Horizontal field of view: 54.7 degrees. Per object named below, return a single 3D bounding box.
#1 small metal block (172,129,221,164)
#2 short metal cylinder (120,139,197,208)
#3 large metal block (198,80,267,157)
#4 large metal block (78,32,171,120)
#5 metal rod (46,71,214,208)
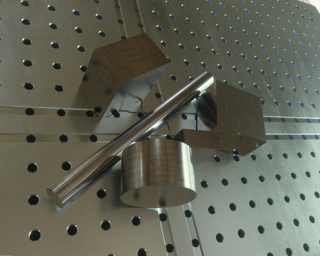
[{"bbox_3d":[0.041,0.025,0.401,0.050,0.050,0.025,5,60,-26],"label":"small metal block"},{"bbox_3d":[-0.002,0.052,0.340,0.081,0.080,0.050,11,57,-23],"label":"short metal cylinder"},{"bbox_3d":[0.103,-0.013,0.455,0.081,0.050,0.080,18,55,-18],"label":"large metal block"},{"bbox_3d":[-0.046,-0.065,0.390,0.081,0.080,0.050,-32,80,-38],"label":"large metal block"},{"bbox_3d":[-0.015,-0.005,0.404,0.025,0.025,0.302,47,51,4],"label":"metal rod"}]
